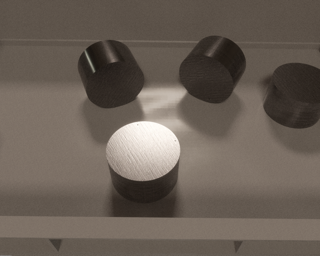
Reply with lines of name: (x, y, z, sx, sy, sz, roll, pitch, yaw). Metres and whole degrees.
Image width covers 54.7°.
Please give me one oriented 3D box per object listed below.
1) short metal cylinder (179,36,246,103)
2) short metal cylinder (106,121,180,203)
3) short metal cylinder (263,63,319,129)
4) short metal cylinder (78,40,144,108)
short metal cylinder: (0.075, -0.083, 0.440, 0.080, 0.080, 0.050, 23, 54, 18)
short metal cylinder: (-0.018, 0.039, 0.356, 0.081, 0.050, 0.080, 0, 50, 0)
short metal cylinder: (0.190, -0.045, 0.430, 0.081, 0.050, 0.080, 0, 50, 0)
short metal cylinder: (-0.068, -0.074, 0.431, 0.081, 0.080, 0.050, -17, 53, -14)
